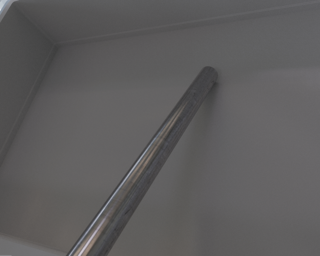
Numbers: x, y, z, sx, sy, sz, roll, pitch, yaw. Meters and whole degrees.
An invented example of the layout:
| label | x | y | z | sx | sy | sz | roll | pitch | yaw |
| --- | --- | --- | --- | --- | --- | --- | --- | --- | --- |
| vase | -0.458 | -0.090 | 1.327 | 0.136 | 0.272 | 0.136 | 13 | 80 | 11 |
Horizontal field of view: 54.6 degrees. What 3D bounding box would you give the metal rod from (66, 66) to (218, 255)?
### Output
| label | x | y | z | sx | sy | sz | roll | pitch | yaw |
| --- | --- | --- | --- | --- | --- | --- | --- | --- | --- |
| metal rod | 0.002 | 0.017 | 0.315 | 0.025 | 0.025 | 0.301 | 3 | 38 | 30 |
